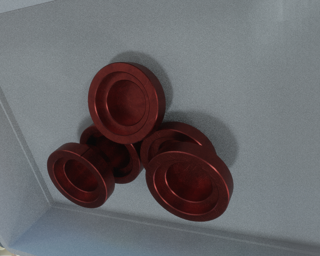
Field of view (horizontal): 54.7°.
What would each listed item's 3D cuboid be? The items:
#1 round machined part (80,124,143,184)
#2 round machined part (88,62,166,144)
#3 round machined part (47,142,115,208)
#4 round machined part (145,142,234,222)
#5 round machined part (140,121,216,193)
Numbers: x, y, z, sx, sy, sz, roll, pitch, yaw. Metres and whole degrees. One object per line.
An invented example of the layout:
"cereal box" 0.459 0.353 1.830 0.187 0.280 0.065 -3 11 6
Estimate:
"round machined part" -0.063 0.029 0.447 0.098 0.042 0.097 13 124 21
"round machined part" -0.037 -0.032 0.383 0.098 0.042 0.097 6 103 26
"round machined part" -0.105 0.061 0.435 0.098 0.042 0.097 13 124 21
"round machined part" 0.036 0.057 0.358 0.098 0.042 0.097 13 124 21
"round machined part" 0.027 0.034 0.403 0.098 0.042 0.097 13 124 21
